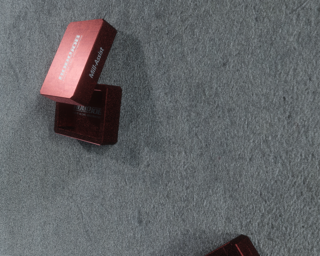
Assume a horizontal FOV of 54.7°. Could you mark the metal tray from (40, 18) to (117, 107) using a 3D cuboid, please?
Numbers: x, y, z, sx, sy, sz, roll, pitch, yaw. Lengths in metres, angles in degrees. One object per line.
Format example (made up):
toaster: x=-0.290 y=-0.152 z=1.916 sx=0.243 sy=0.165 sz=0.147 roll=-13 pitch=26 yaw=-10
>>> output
metal tray: x=-0.127 y=-0.102 z=0.480 sx=0.090 sy=0.030 sz=0.130 roll=11 pitch=77 yaw=39

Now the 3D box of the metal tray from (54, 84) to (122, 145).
metal tray: x=-0.120 y=-0.027 z=0.500 sx=0.130 sy=0.030 sz=0.089 roll=10 pitch=97 yaw=39

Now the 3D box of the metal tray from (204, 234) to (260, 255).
metal tray: x=0.067 y=0.190 z=0.347 sx=0.129 sy=0.030 sz=0.090 roll=-44 pitch=64 yaw=31
